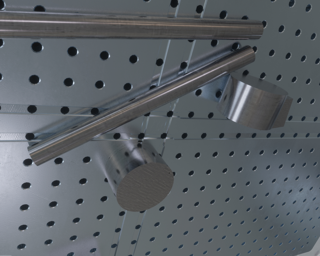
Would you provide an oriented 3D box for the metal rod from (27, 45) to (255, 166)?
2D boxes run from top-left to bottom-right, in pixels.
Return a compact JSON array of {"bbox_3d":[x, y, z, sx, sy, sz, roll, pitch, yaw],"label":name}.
[{"bbox_3d":[-0.012,-0.034,0.383,0.302,0.025,0.025,-27,128,-12],"label":"metal rod"}]

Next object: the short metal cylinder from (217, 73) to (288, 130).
[{"bbox_3d":[0.124,-0.038,0.420,0.081,0.080,0.050,4,117,-30],"label":"short metal cylinder"}]

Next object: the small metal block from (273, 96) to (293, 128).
[{"bbox_3d":[0.176,-0.027,0.491,0.050,0.025,0.050,-8,122,-25],"label":"small metal block"}]

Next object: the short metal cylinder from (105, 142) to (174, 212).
[{"bbox_3d":[-0.028,0.066,0.421,0.081,0.050,0.079,-14,124,-21],"label":"short metal cylinder"}]

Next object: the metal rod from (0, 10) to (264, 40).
[{"bbox_3d":[-0.011,-0.109,0.337,0.303,0.025,0.025,-7,122,-25],"label":"metal rod"}]
